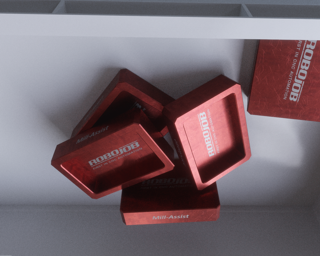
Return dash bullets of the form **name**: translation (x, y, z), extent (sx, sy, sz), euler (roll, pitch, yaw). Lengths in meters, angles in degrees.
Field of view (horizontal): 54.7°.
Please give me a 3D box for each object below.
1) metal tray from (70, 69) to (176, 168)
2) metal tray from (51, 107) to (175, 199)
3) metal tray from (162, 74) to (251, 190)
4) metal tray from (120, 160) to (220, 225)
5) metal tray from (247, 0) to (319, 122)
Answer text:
- **metal tray**: translation (-0.047, -0.003, 0.402), extent (0.090, 0.030, 0.129), euler (30, 124, -24)
- **metal tray**: translation (-0.058, 0.037, 0.396), extent (0.130, 0.030, 0.090), euler (-24, 127, 19)
- **metal tray**: translation (0.064, 0.009, 0.389), extent (0.090, 0.030, 0.129), euler (-30, 129, -11)
- **metal tray**: translation (0.014, 0.088, 0.441), extent (0.131, 0.090, 0.030), euler (-3, 130, 2)
- **metal tray**: translation (0.149, -0.069, 0.335), extent (0.090, 0.030, 0.129), euler (7, 132, 12)
